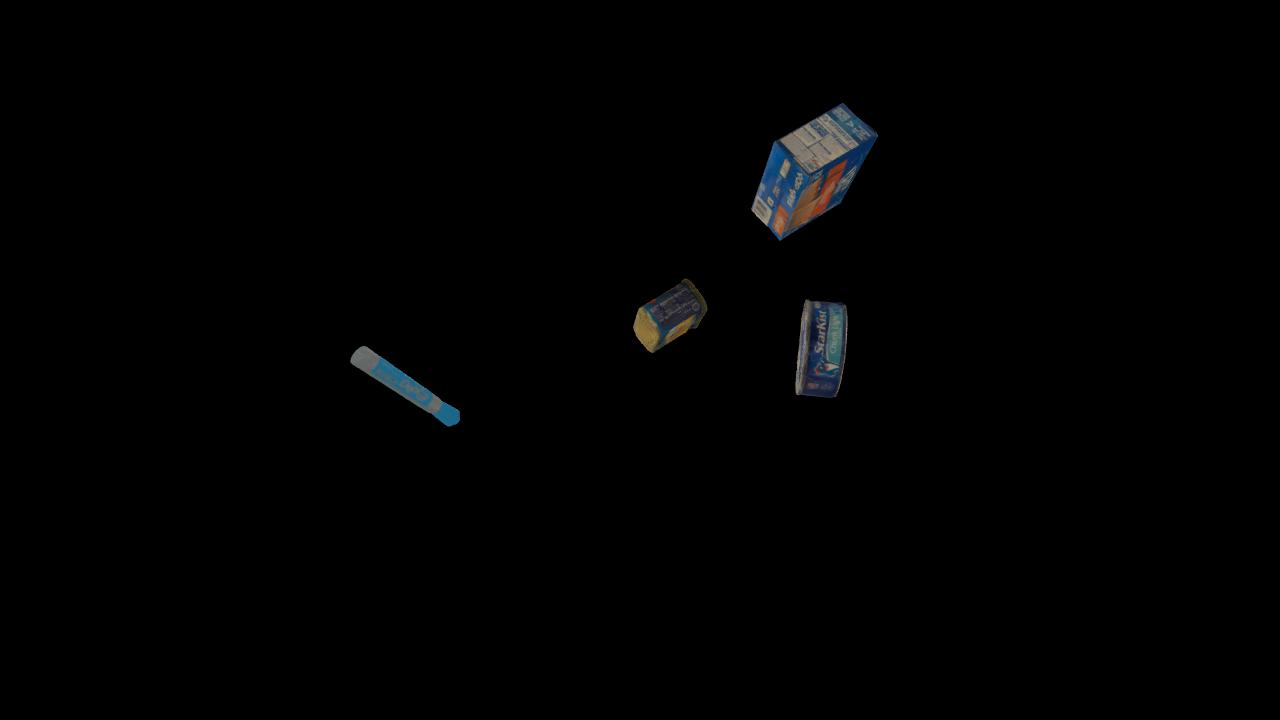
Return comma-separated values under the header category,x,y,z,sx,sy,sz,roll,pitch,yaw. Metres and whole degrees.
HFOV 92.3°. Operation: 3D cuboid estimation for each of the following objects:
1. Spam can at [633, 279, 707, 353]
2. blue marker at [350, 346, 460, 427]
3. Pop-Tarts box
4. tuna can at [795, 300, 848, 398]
category,x,y,z,sx,sy,sz,roll,pitch,yaw
Spam can,0.042,-0.061,0.898,0.085,0.058,0.101,-33,-12,-15
blue marker,-0.210,0.028,0.563,0.020,0.020,0.121,0,-32,35
Pop-Tarts box,0.271,-0.294,0.977,0.141,0.083,0.167,-33,-17,-15
tuna can,0.156,-0.009,0.533,0.034,0.084,0.084,6,1,11
